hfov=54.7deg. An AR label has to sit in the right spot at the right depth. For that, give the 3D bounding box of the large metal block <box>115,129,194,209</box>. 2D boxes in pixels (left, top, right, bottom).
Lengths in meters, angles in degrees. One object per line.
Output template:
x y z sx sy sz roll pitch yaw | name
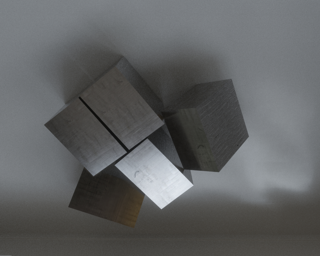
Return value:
-0.006 0.041 0.395 0.050 0.080 0.080 -40 106 13 | large metal block

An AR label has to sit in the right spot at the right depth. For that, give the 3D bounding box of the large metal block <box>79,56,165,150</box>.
-0.040 -0.033 0.367 0.050 0.080 0.080 -37 106 12 | large metal block

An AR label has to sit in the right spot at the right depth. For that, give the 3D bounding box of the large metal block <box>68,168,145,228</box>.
-0.069 0.090 0.406 0.080 0.080 0.050 21 74 -8 | large metal block

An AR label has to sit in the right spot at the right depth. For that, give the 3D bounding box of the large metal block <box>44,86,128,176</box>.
-0.082 -0.002 0.379 0.050 0.080 0.080 -36 107 12 | large metal block

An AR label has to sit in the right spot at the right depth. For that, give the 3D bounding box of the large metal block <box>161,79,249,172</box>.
0.057 -0.004 0.373 0.050 0.080 0.080 -3 117 44 | large metal block
